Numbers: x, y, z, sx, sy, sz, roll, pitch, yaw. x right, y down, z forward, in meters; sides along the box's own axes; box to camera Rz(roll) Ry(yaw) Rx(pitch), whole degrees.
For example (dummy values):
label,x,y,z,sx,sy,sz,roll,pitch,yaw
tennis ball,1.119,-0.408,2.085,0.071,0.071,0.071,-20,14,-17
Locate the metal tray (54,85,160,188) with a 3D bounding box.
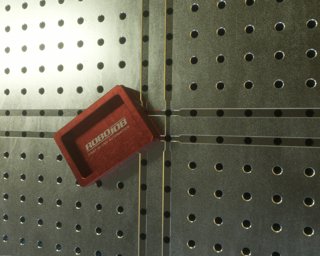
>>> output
label,x,y,z,sx,sy,sz,roll,pitch,yaw
metal tray,-0.076,0.013,0.435,0.130,0.030,0.090,-35,79,16
